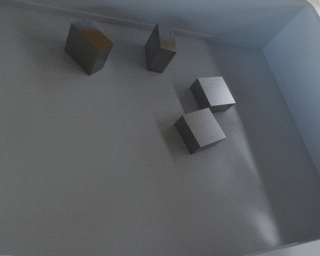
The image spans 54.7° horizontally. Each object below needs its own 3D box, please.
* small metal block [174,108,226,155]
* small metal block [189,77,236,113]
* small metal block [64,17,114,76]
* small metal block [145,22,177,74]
[{"bbox_3d":[0.056,0.004,0.433,0.050,0.025,0.050,-17,71,-35],"label":"small metal block"},{"bbox_3d":[0.081,-0.051,0.480,0.050,0.025,0.050,-9,66,-32],"label":"small metal block"},{"bbox_3d":[-0.094,-0.105,0.403,0.050,0.050,0.025,45,51,3],"label":"small metal block"},{"bbox_3d":[0.000,-0.118,0.461,0.025,0.050,0.050,9,58,-24],"label":"small metal block"}]
